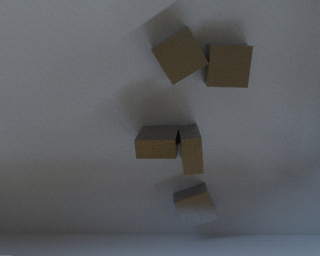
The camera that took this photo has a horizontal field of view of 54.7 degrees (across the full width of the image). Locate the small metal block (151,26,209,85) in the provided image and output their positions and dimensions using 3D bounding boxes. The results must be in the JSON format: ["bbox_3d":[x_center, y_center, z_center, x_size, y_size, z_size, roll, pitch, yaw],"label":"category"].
[{"bbox_3d":[0.024,-0.089,0.379,0.050,0.025,0.050,-30,107,10],"label":"small metal block"}]

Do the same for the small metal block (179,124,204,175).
[{"bbox_3d":[0.040,0.027,0.408,0.025,0.050,0.050,-6,110,2],"label":"small metal block"}]

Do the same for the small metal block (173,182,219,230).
[{"bbox_3d":[0.052,0.114,0.454,0.050,0.025,0.050,-21,109,7],"label":"small metal block"}]

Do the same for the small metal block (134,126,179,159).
[{"bbox_3d":[-0.002,0.018,0.401,0.050,0.050,0.025,-1,111,9],"label":"small metal block"}]

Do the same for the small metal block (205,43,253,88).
[{"bbox_3d":[0.084,-0.078,0.383,0.050,0.025,0.050,1,110,-1],"label":"small metal block"}]
